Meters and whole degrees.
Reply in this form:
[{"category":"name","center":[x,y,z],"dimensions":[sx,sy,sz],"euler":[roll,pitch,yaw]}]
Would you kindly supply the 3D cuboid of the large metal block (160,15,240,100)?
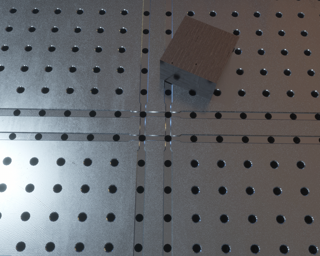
[{"category":"large metal block","center":[0.054,-0.098,0.435],"dimensions":[0.080,0.050,0.080],"euler":[25,72,8]}]
